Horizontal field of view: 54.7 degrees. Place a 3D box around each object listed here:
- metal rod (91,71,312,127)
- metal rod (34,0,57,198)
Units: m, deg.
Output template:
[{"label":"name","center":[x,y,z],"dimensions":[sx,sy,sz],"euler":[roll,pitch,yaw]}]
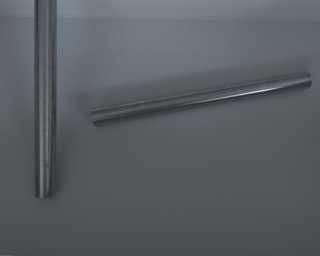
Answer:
[{"label":"metal rod","center":[0.059,-0.041,0.425],"dimensions":[0.302,0.025,0.025],"euler":[-10,71,-4]},{"label":"metal rod","center":[-0.137,-0.066,0.371],"dimensions":[0.025,0.025,0.298],"euler":[1,93,0]}]
